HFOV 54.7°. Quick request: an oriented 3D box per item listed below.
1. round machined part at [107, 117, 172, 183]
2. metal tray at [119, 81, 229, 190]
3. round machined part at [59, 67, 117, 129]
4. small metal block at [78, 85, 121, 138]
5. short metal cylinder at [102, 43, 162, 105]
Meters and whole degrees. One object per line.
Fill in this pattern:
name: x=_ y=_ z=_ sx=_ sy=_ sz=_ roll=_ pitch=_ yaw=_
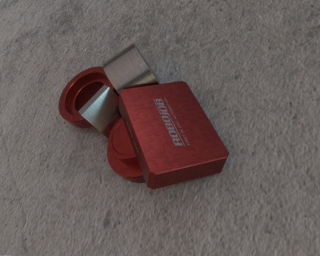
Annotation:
round machined part: x=-0.026 y=0.017 z=0.396 sx=0.098 sy=0.042 sz=0.098 roll=-13 pitch=56 yaw=20
metal tray: x=0.011 y=0.001 z=0.366 sx=0.091 sy=0.030 sz=0.130 roll=-11 pitch=50 yaw=-17
round machined part: x=-0.100 y=-0.042 z=0.471 sx=0.098 sy=0.042 sz=0.098 roll=-13 pitch=56 yaw=20
small metal block: x=-0.071 y=-0.022 z=0.415 sx=0.050 sy=0.050 sz=0.025 roll=-47 pitch=27 yaw=-6
short metal cylinder: x=-0.035 y=-0.070 z=0.431 sx=0.050 sy=0.080 sz=0.080 roll=-33 pitch=52 yaw=7
